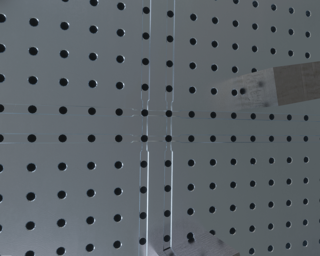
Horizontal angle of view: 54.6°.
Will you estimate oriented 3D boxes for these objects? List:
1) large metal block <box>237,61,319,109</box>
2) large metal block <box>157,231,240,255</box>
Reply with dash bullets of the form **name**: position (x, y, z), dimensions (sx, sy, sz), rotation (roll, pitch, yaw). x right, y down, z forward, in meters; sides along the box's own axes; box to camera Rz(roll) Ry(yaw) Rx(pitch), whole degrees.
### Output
- **large metal block**: position (0.171, -0.060, 0.446), dimensions (0.081, 0.080, 0.050), rotation (-11, 94, -20)
- **large metal block**: position (0.053, 0.186, 0.403), dimensions (0.081, 0.080, 0.050), rotation (-17, 96, -19)
